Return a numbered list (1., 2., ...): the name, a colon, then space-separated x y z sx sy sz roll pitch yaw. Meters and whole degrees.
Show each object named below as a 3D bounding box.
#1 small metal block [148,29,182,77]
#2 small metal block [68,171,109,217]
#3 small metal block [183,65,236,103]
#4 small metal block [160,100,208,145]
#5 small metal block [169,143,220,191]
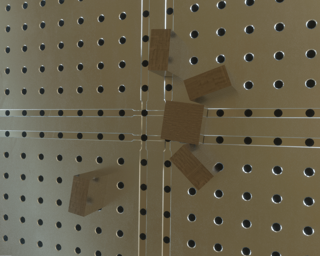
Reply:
1. small metal block: 0.008 -0.094 0.396 0.025 0.050 0.050 5 92 20
2. small metal block: -0.099 0.090 0.433 0.025 0.050 0.050 11 94 19
3. small metal block: 0.062 -0.052 0.377 0.050 0.050 0.025 -19 84 19
4. small metal block: 0.032 -0.007 0.401 0.050 0.025 0.050 9 93 19
5. small metal block: 0.045 0.046 0.383 0.025 0.050 0.050 -47 76 14
